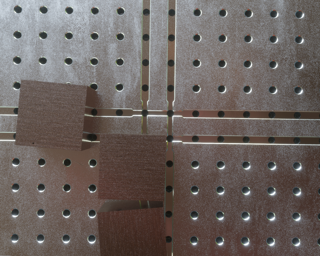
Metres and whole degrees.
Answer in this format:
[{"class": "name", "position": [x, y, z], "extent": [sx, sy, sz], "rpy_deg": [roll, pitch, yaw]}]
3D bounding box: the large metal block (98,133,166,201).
[{"class": "large metal block", "position": [-0.034, 0.048, 0.401], "extent": [0.080, 0.050, 0.080], "rpy_deg": [2, 90, 0]}]

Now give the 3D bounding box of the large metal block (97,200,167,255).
[{"class": "large metal block", "position": [-0.033, 0.139, 0.401], "extent": [0.080, 0.050, 0.080], "rpy_deg": [-5, 90, 0]}]

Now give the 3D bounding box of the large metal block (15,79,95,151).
[{"class": "large metal block", "position": [-0.132, -0.016, 0.400], "extent": [0.080, 0.050, 0.080], "rpy_deg": [5, 90, 0]}]
